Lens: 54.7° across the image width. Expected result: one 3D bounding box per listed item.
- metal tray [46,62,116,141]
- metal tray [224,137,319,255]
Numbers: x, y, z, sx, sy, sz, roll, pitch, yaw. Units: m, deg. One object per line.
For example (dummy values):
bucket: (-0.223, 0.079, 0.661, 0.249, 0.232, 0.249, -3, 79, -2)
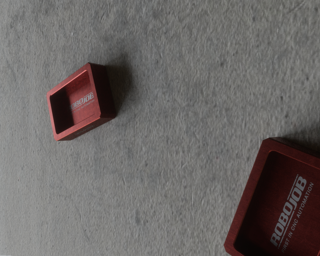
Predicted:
metal tray: (-0.133, -0.039, 0.508, 0.130, 0.030, 0.090, -23, 76, 37)
metal tray: (0.125, 0.083, 0.297, 0.090, 0.030, 0.129, 26, 106, 36)
